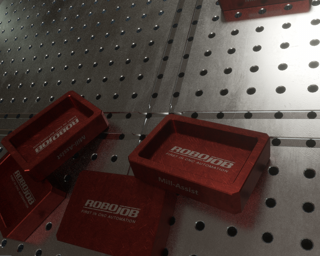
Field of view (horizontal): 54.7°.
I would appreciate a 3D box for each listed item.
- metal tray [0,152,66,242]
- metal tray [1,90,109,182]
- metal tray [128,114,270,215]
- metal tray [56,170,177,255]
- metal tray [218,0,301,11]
[{"bbox_3d":[-0.205,0.088,0.455,0.090,0.030,0.130,-47,52,-5],"label":"metal tray"},{"bbox_3d":[-0.153,0.007,0.455,0.131,0.030,0.090,-42,51,-21],"label":"metal tray"},{"bbox_3d":[0.042,0.032,0.340,0.130,0.030,0.090,14,45,33],"label":"metal tray"},{"bbox_3d":[-0.052,0.102,0.368,0.130,0.030,0.090,2,62,28],"label":"metal tray"},{"bbox_3d":[0.157,-0.226,0.460,0.130,0.030,0.090,3,63,29],"label":"metal tray"}]
